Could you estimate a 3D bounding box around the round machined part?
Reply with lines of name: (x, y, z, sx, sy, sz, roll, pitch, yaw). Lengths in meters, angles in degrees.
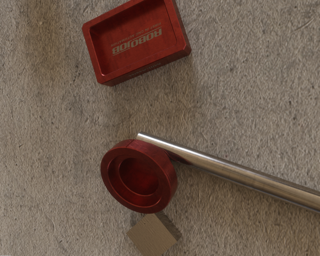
round machined part: (-0.023, 0.057, 0.394, 0.098, 0.042, 0.097, 12, 121, 22)

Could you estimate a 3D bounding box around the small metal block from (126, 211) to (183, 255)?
small metal block: (-0.008, 0.141, 0.411, 0.050, 0.025, 0.050, -45, 77, 14)

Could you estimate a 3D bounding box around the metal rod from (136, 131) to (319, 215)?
metal rod: (0.108, 0.061, 0.370, 0.301, 0.025, 0.025, 18, 96, 18)

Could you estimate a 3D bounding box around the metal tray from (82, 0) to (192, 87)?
metal tray: (-0.033, -0.120, 0.416, 0.130, 0.030, 0.090, -19, 84, 18)
